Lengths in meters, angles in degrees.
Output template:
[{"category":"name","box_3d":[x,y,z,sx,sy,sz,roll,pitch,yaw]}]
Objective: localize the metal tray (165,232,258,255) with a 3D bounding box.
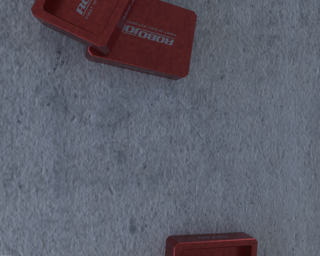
[{"category":"metal tray","box_3d":[0.072,0.198,0.434,0.131,0.030,0.089,5,88,-20]}]

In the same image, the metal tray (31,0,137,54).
[{"category":"metal tray","box_3d":[-0.071,-0.161,0.348,0.090,0.030,0.130,26,87,2]}]

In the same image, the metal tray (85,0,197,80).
[{"category":"metal tray","box_3d":[-0.022,-0.120,0.399,0.131,0.030,0.089,10,87,-20]}]
